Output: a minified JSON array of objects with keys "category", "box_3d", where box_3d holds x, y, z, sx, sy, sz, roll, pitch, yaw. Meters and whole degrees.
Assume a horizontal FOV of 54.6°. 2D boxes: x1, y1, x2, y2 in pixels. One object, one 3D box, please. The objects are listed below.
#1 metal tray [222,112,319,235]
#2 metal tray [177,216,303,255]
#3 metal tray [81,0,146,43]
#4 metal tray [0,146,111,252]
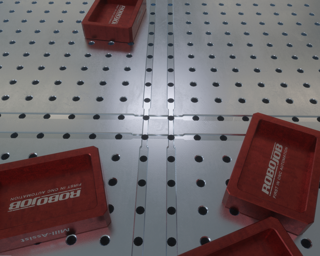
[{"category":"metal tray","box_3d":[0.137,0.046,0.365,0.090,0.030,0.130,19,53,15]},{"category":"metal tray","box_3d":[0.073,0.147,0.281,0.131,0.030,0.090,-17,52,-14]},{"category":"metal tray","box_3d":[-0.082,-0.214,0.583,0.090,0.030,0.130,8,50,6]},{"category":"metal tray","box_3d":[-0.126,0.075,0.341,0.131,0.030,0.090,-11,51,-9]}]
